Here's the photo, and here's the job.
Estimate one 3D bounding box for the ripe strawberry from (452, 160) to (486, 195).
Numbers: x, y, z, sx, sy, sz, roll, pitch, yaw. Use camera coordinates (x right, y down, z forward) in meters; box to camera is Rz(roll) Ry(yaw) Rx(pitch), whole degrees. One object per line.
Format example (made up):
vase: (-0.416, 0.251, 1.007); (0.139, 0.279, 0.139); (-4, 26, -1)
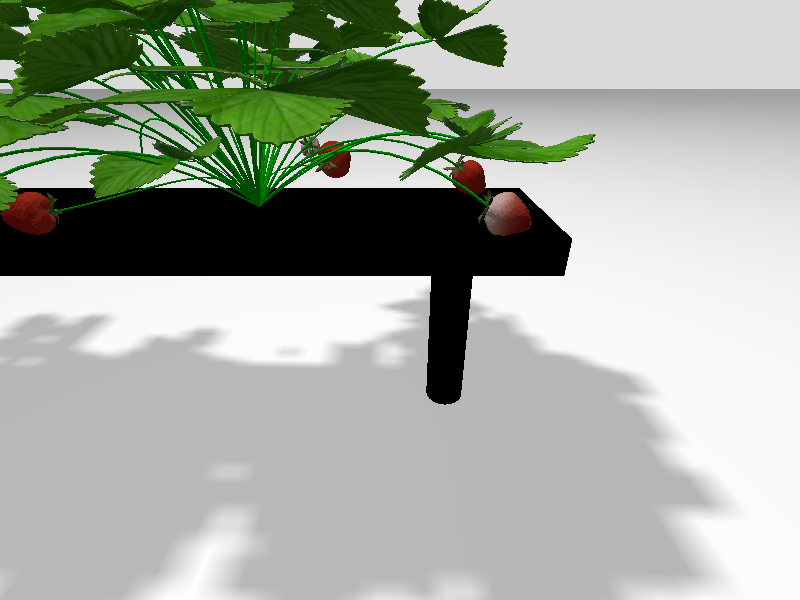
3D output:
ripe strawberry: (0.067, -0.116, 0.382); (0.035, 0.030, 0.035); (33, 17, -27)

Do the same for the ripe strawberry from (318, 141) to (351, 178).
ripe strawberry: (-0.073, -0.161, 0.458); (0.038, 0.040, 0.041); (11, 31, 19)

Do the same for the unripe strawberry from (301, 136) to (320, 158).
unripe strawberry: (-0.123, -0.212, 0.553); (0.026, 0.030, 0.028); (0, 18, 0)

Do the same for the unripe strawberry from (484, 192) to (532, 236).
unripe strawberry: (0.078, -0.060, 0.285); (0.032, 0.031, 0.030); (21, 34, 10)

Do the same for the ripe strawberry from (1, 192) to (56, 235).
ripe strawberry: (-0.266, -0.062, 0.287); (0.028, 0.030, 0.026); (-14, 32, -23)
